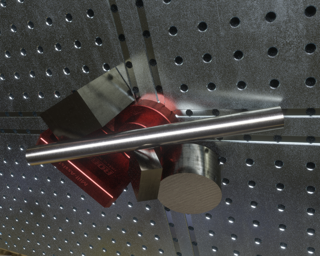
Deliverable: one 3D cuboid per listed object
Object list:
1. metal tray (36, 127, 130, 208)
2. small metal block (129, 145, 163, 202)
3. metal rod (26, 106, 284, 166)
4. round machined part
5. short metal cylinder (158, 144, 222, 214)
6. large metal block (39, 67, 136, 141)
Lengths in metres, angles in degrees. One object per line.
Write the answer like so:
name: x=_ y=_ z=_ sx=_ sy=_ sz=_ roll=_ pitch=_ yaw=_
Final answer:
metal tray: x=-0.095 y=0.038 z=0.440 sx=0.130 sy=0.090 sz=0.030 roll=40 pitch=129 yaw=1
small metal block: x=-0.020 y=0.053 z=0.380 sx=0.025 sy=0.050 sz=0.050 roll=-4 pitch=125 yaw=-19
metal rod: x=-0.015 y=0.012 z=0.363 sx=0.301 sy=0.025 sz=0.025 roll=-9 pitch=115 yaw=10
round machined part: x=-0.021 y=0.013 z=0.421 sx=0.098 sy=0.042 sz=0.097 roll=13 pitch=124 yaw=20
short metal cylinder: x=0.038 y=0.066 z=0.399 sx=0.080 sy=0.050 sz=0.079 roll=4 pitch=130 yaw=5
large metal block: x=-0.092 y=-0.028 z=0.403 sx=0.080 sy=0.080 sz=0.050 roll=-23 pitch=106 yaw=36
